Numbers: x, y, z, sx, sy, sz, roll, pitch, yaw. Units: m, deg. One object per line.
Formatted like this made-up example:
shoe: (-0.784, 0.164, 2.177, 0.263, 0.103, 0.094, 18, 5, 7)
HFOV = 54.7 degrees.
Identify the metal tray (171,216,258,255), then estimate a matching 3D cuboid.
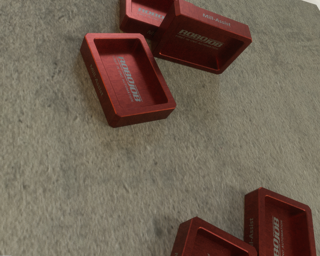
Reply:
metal tray: (0.049, 0.172, 0.323, 0.090, 0.030, 0.130, 30, 52, -9)

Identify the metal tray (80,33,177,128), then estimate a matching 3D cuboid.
metal tray: (-0.044, -0.069, 0.420, 0.091, 0.030, 0.130, -11, 68, -33)

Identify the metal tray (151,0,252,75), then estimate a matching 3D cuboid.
metal tray: (0.063, -0.135, 0.479, 0.131, 0.090, 0.030, 10, 58, -23)

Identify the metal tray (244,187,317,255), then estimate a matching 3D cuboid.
metal tray: (0.153, 0.151, 0.392, 0.090, 0.030, 0.130, 23, 53, -15)

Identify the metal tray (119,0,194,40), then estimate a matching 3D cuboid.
metal tray: (0.000, -0.185, 0.515, 0.131, 0.030, 0.090, 10, 57, -23)
